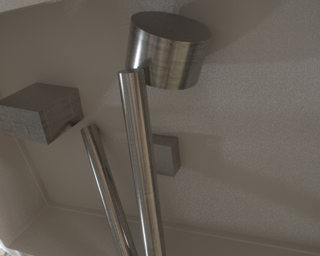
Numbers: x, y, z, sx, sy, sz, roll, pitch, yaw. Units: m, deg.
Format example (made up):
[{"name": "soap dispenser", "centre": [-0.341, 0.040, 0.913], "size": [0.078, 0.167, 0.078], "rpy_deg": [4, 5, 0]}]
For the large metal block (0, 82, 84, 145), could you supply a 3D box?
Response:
[{"name": "large metal block", "centre": [-0.171, -0.024, 0.446], "size": [0.080, 0.080, 0.050], "rpy_deg": [10, 123, 22]}]

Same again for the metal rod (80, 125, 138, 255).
[{"name": "metal rod", "centre": [-0.056, 0.135, 0.426], "size": [0.025, 0.025, 0.299], "rpy_deg": [-34, 69, 38]}]

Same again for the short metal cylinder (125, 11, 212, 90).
[{"name": "short metal cylinder", "centre": [0.007, -0.081, 0.318], "size": [0.080, 0.080, 0.050], "rpy_deg": [23, 127, 13]}]

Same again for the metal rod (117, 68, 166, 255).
[{"name": "metal rod", "centre": [-0.012, 0.086, 0.339], "size": [0.025, 0.025, 0.298], "rpy_deg": [4, 113, 26]}]

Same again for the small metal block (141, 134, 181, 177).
[{"name": "small metal block", "centre": [-0.001, 0.037, 0.431], "size": [0.050, 0.025, 0.050], "rpy_deg": [7, 122, 24]}]
